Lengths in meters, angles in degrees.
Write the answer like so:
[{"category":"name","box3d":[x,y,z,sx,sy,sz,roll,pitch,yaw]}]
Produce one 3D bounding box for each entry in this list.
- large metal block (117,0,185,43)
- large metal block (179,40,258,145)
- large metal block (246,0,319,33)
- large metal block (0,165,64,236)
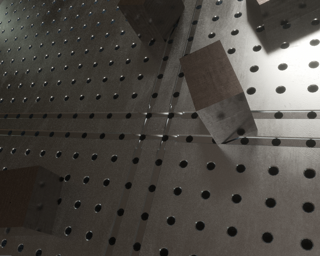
[{"category":"large metal block","box3d":[-0.011,-0.196,0.498,0.050,0.080,0.080,14,69,33]},{"category":"large metal block","box3d":[0.068,-0.039,0.360,0.050,0.080,0.080,-23,54,14]},{"category":"large metal block","box3d":[0.164,-0.190,0.422,0.080,0.050,0.080,-23,53,14]},{"category":"large metal block","box3d":[-0.189,0.102,0.426,0.080,0.050,0.080,-10,58,22]}]
